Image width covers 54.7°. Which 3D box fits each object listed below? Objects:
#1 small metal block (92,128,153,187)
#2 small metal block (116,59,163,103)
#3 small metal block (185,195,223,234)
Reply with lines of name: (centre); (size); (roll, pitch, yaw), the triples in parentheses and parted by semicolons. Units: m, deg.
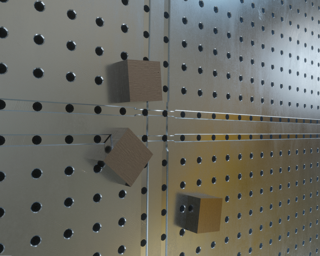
small metal block: (-0.044, 0.035, 0.374); (0.050, 0.025, 0.050); (50, 60, -29)
small metal block: (-0.026, -0.058, 0.389); (0.050, 0.025, 0.050); (-6, 94, -40)
small metal block: (0.067, 0.129, 0.468); (0.050, 0.025, 0.050); (11, 83, -40)
